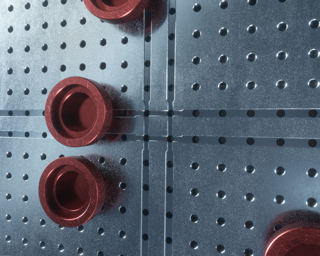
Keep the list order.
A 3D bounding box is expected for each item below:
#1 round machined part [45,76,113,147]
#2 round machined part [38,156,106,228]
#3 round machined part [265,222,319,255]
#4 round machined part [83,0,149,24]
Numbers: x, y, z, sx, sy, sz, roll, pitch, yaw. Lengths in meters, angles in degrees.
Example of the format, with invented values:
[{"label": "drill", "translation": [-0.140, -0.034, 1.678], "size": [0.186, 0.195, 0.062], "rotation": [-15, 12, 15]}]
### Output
[{"label": "round machined part", "translation": [-0.111, -0.022, 0.443], "size": [0.098, 0.042, 0.097], "rotation": [0, 90, 20]}, {"label": "round machined part", "translation": [-0.121, 0.089, 0.447], "size": [0.098, 0.042, 0.097], "rotation": [0, 90, 20]}, {"label": "round machined part", "translation": [0.167, 0.153, 0.344], "size": [0.098, 0.042, 0.097], "rotation": [0, 90, 20]}, {"label": "round machined part", "translation": [-0.055, -0.190, 0.423], "size": [0.098, 0.042, 0.097], "rotation": [0, 90, 20]}]
